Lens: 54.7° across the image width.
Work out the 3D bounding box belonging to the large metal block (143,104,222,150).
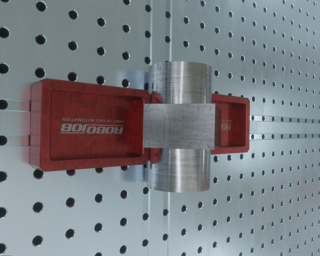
[{"bbox_3d":[0.031,-0.001,0.380,0.080,0.080,0.050,7,85,-74],"label":"large metal block"}]

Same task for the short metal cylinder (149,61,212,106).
[{"bbox_3d":[0.025,-0.051,0.394,0.081,0.080,0.050,2,89,-40],"label":"short metal cylinder"}]

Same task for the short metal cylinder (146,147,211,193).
[{"bbox_3d":[0.023,0.049,0.393,0.081,0.080,0.050,2,89,-40],"label":"short metal cylinder"}]

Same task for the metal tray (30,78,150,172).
[{"bbox_3d":[-0.072,-0.002,0.345,0.131,0.030,0.089,1,89,-40],"label":"metal tray"}]

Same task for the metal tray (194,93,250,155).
[{"bbox_3d":[0.089,-0.006,0.480,0.131,0.030,0.089,1,89,-40],"label":"metal tray"}]
